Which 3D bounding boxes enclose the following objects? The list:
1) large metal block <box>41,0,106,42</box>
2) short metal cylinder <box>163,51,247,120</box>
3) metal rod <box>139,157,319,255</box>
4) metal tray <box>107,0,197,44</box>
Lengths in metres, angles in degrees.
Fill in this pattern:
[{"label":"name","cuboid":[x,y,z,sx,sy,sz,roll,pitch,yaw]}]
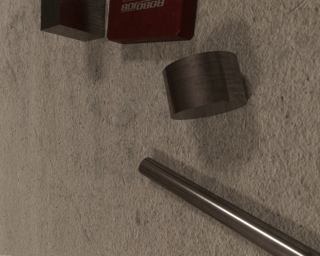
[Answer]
[{"label":"large metal block","cuboid":[-0.132,-0.184,0.475,0.050,0.081,0.079,3,92,40]},{"label":"short metal cylinder","cuboid":[0.047,-0.042,0.329,0.080,0.081,0.050,-16,80,38]},{"label":"metal rod","cuboid":[0.090,0.102,0.329,0.300,0.025,0.025,25,106,36]},{"label":"metal tray","cuboid":[-0.013,-0.162,0.411,0.130,0.030,0.089,9,96,39]}]
